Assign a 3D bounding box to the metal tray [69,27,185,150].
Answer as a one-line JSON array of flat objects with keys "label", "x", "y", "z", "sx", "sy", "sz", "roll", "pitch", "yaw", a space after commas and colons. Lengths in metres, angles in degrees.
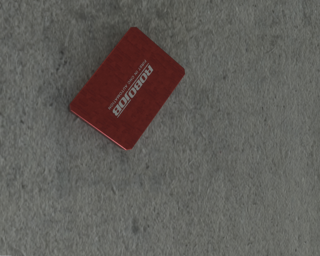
[{"label": "metal tray", "x": -0.040, "y": -0.049, "z": 0.391, "sx": 0.090, "sy": 0.030, "sz": 0.130, "roll": 38, "pitch": 78, "yaw": -16}]
